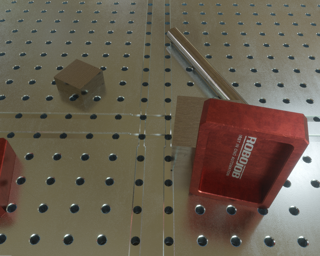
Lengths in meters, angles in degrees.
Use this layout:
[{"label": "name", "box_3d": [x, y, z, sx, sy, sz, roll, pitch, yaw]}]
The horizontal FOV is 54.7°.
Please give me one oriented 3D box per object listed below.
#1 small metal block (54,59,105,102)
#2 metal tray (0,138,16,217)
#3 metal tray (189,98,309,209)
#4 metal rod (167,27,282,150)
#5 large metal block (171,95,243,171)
[{"label": "small metal block", "box_3d": [-0.121, -0.073, 0.467, 0.050, 0.025, 0.050, 25, 54, 19]}, {"label": "metal tray", "box_3d": [-0.241, 0.062, 0.349, 0.131, 0.030, 0.090, -7, 50, -6]}, {"label": "metal tray", "box_3d": [0.081, 0.032, 0.313, 0.090, 0.129, 0.030, 10, 51, 8]}, {"label": "metal rod", "box_3d": [0.089, -0.063, 0.461, 0.025, 0.025, 0.300, -20, 53, -17]}, {"label": "large metal block", "box_3d": [0.058, 0.008, 0.385, 0.080, 0.050, 0.080, 5, 50, 4]}]
